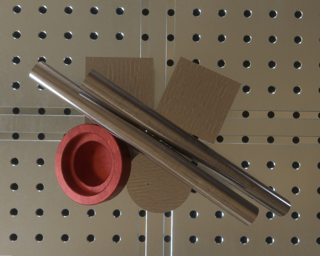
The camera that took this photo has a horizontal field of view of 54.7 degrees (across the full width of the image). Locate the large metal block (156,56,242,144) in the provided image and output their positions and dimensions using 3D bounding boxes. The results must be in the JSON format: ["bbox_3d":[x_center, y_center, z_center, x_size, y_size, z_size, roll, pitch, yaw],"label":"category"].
[{"bbox_3d":[0.045,-0.034,0.396,0.080,0.050,0.080,24,90,0],"label":"large metal block"}]

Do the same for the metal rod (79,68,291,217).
[{"bbox_3d":[0.042,0.026,0.373,0.301,0.025,0.025,33,90,-15],"label":"metal rod"}]

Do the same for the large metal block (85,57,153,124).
[{"bbox_3d":[-0.049,-0.045,0.393,0.081,0.050,0.079,1,90,0],"label":"large metal block"}]

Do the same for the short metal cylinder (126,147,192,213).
[{"bbox_3d":[-0.001,0.062,0.396,0.081,0.050,0.079,0,90,0],"label":"short metal cylinder"}]

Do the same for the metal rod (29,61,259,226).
[{"bbox_3d":[-0.017,0.018,0.358,0.301,0.025,0.025,34,90,-1],"label":"metal rod"}]

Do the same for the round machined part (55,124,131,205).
[{"bbox_3d":[-0.079,0.044,0.389,0.098,0.042,0.097,-1,86,23],"label":"round machined part"}]
